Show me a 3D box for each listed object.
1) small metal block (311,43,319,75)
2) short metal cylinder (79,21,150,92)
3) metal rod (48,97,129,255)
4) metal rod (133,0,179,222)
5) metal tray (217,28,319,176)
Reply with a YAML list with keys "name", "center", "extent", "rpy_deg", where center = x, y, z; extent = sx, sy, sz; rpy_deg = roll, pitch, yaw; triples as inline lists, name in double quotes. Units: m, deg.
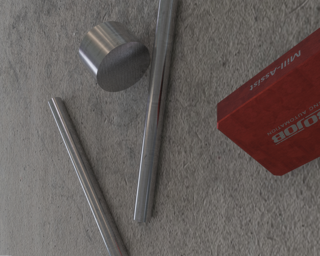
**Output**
- name: "small metal block"
  center: [0.159, -0.064, 0.254]
  extent: [0.025, 0.050, 0.050]
  rpy_deg: [-142, 62, -71]
- name: "short metal cylinder"
  center: [-0.061, -0.096, 0.420]
  extent: [0.050, 0.081, 0.080]
  rpy_deg: [50, 120, 28]
- name: "metal rod"
  center: [-0.123, 0.073, 0.506]
  extent: [0.025, 0.025, 0.299]
  rpy_deg: [-43, 64, 31]
- name: "metal rod"
  center: [-0.006, -0.023, 0.409]
  extent: [0.025, 0.025, 0.298]
  rpy_deg: [12, 98, 39]
- name: "metal tray"
  center: [0.125, -0.019, 0.261]
  extent: [0.130, 0.090, 0.030]
  rpy_deg: [-39, 24, 33]
